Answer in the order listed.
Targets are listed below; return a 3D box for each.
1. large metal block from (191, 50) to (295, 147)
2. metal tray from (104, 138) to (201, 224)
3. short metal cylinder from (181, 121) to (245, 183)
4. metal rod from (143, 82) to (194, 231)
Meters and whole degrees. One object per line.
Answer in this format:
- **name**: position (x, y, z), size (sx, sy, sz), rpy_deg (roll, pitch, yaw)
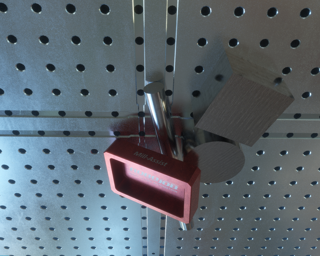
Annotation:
- **large metal block**: position (0.094, -0.033, 0.369), size (0.081, 0.050, 0.079), rpy_deg (19, 127, -16)
- **metal tray**: position (-0.011, 0.074, 0.432), size (0.130, 0.030, 0.089), rpy_deg (18, 135, 22)
- **short metal cylinder**: position (0.070, 0.030, 0.422), size (0.081, 0.050, 0.079), rpy_deg (-1, 130, 0)
- **metal rod**: position (0.021, 0.063, 0.465), size (0.025, 0.025, 0.298), rpy_deg (-9, 130, 7)
